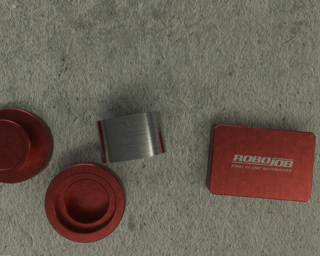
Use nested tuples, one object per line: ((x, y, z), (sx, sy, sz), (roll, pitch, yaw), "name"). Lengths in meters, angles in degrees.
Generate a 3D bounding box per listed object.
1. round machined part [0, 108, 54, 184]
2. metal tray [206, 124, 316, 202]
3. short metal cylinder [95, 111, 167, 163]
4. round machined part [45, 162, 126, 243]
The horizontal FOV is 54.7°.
((-0.193, 0.023, 0.399), (0.099, 0.042, 0.097), (0, 90, -1), "round machined part")
((0.131, 0.045, 0.409), (0.131, 0.030, 0.089), (5, 90, -1), "metal tray")
((-0.035, 0.011, 0.382), (0.080, 0.080, 0.050), (-9, 90, 0), "short metal cylinder")
((-0.092, 0.092, 0.400), (0.099, 0.042, 0.097), (0, 90, -1), "round machined part")
